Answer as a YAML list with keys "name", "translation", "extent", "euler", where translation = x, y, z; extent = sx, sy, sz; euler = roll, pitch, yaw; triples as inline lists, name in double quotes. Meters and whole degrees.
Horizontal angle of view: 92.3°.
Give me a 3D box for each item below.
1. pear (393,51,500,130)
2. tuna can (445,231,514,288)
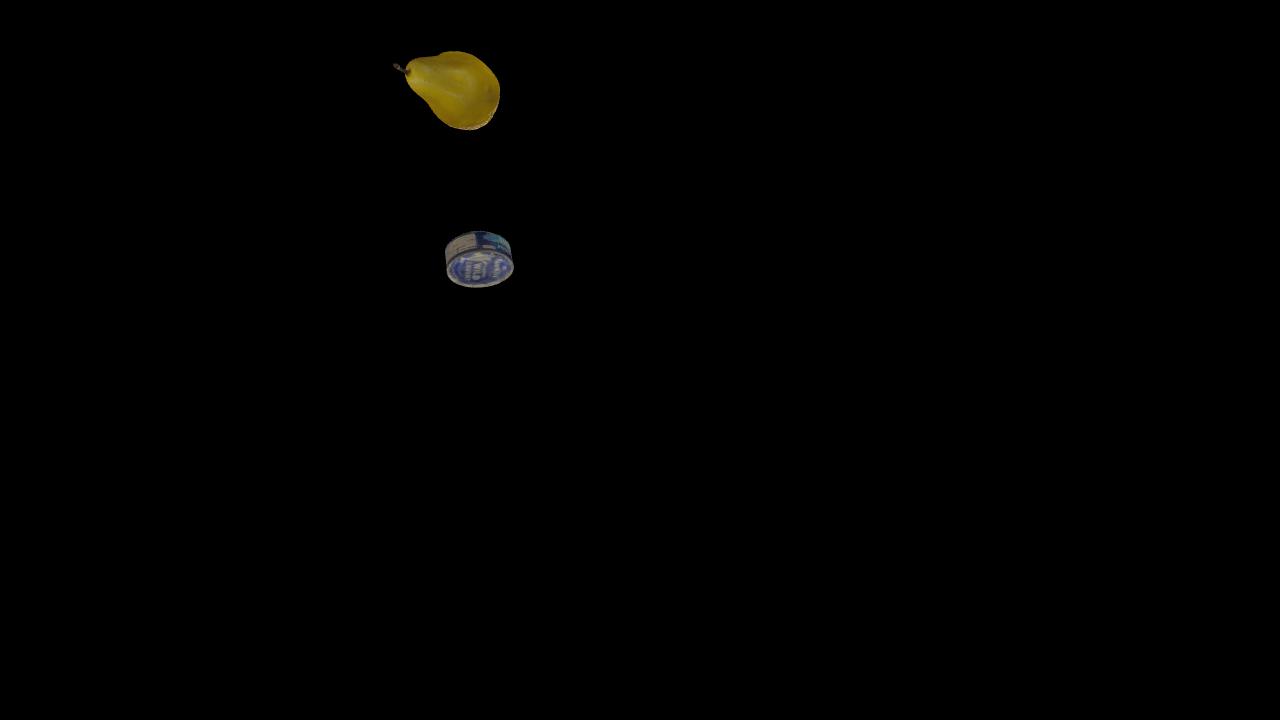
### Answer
- name: "pear"
  translation: [-0.202, -0.279, 0.624]
  extent: [0.111, 0.080, 0.080]
  euler: [3, -2, -43]
- name: "tuna can"
  translation: [-0.206, -0.128, 0.789]
  extent: [0.084, 0.034, 0.084]
  euler: [-11, -22, -5]
